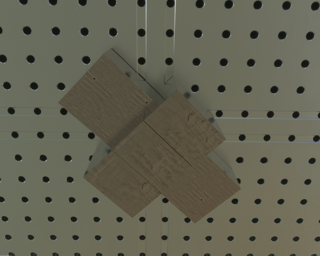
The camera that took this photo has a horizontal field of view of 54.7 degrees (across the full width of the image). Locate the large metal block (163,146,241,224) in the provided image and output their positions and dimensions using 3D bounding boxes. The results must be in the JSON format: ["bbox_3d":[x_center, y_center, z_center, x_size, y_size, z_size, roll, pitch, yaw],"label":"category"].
[{"bbox_3d":[0.049,0.069,0.426,0.080,0.050,0.080,-42,105,14],"label":"large metal block"}]

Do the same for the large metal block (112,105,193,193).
[{"bbox_3d":[-0.008,0.021,0.392,0.050,0.080,0.080,-42,105,14],"label":"large metal block"}]

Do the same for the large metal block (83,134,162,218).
[{"bbox_3d":[-0.044,0.054,0.404,0.050,0.080,0.080,-42,105,14],"label":"large metal block"}]

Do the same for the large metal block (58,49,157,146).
[{"bbox_3d":[-0.061,-0.038,0.382,0.080,0.050,0.080,-43,105,15],"label":"large metal block"}]

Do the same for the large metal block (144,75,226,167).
[{"bbox_3d":[0.028,-0.012,0.381,0.050,0.080,0.080,-42,105,14],"label":"large metal block"}]
